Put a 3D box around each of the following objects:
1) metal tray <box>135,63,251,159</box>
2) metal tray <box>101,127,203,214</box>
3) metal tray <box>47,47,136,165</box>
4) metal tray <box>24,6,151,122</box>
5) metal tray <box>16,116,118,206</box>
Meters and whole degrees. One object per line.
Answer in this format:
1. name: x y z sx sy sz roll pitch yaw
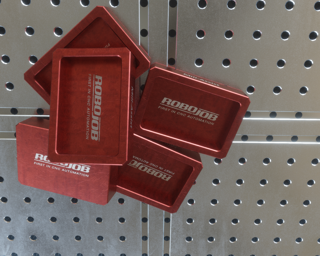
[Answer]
1. metal tray: 0.038 -0.021 0.402 0.131 0.030 0.089 17 110 -7
2. metal tray: -0.018 0.055 0.430 0.131 0.030 0.090 24 109 -9
3. metal tray: -0.077 -0.024 0.355 0.090 0.030 0.129 1 86 7
4. metal tray: -0.087 -0.073 0.382 0.130 0.030 0.090 -38 105 12
5. metal tray: -0.121 0.042 0.407 0.130 0.030 0.089 11 111 10
